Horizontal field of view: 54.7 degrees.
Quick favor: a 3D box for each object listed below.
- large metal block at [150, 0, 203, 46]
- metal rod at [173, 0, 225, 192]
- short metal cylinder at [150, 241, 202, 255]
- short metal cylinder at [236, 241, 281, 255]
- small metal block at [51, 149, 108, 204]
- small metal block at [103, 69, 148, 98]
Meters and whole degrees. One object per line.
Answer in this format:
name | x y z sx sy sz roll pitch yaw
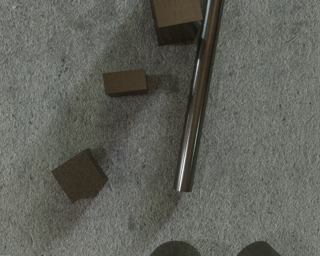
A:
large metal block | 0.015 -0.155 0.383 0.050 0.080 0.080 -11 90 0
metal rod | 0.055 -0.065 0.410 0.025 0.025 0.298 10 90 -1
short metal cylinder | 0.022 0.194 0.398 0.081 0.050 0.079 0 90 -1
short metal cylinder | 0.125 0.190 0.384 0.050 0.080 0.080 44 90 -1
small metal block | -0.105 0.062 0.409 0.050 0.025 0.050 -33 90 0
small metal block | -0.042 -0.056 0.397 0.050 0.050 0.025 -7 90 0
